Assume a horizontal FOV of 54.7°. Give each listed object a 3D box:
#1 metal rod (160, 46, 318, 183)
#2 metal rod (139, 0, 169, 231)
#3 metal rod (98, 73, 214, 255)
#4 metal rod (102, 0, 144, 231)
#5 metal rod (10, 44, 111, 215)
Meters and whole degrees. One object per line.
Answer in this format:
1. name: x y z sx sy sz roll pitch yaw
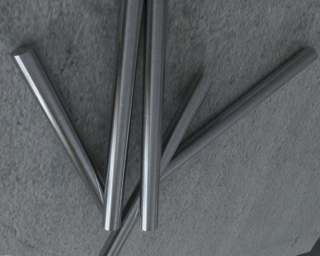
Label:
1. metal rod: 0.108 -0.020 0.455 0.301 0.025 0.025 -38 130 -3
2. metal rod: -0.009 -0.010 0.364 0.025 0.025 0.298 -7 112 -25
3. metal rod: -0.011 0.065 0.421 0.025 0.025 0.299 22 100 -37
4. metal rod: -0.046 -0.007 0.360 0.025 0.025 0.298 -4 115 -27
5. metal rod: -0.095 0.041 0.381 0.025 0.025 0.298 -26 128 -12
